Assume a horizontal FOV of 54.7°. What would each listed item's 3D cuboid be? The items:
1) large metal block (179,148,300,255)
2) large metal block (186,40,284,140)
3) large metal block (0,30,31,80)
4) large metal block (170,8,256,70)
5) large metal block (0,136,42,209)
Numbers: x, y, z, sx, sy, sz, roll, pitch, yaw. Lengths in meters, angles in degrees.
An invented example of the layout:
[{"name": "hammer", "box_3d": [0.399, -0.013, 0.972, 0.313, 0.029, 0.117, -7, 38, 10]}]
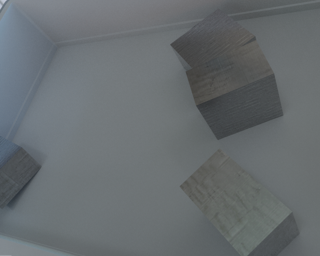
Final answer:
[{"name": "large metal block", "box_3d": [0.075, 0.076, 0.285, 0.050, 0.080, 0.080, -44, 51, -2]}, {"name": "large metal block", "box_3d": [0.085, -0.039, 0.349, 0.080, 0.080, 0.050, -22, 54, 15]}, {"name": "large metal block", "box_3d": [-0.344, -0.161, 0.672, 0.080, 0.050, 0.080, 28, 77, 37]}, {"name": "large metal block", "box_3d": [0.074, -0.099, 0.412, 0.080, 0.050, 0.080, -36, 51, 4]}, {"name": "large metal block", "box_3d": [-0.245, 0.063, 0.470, 0.080, 0.050, 0.080, 18, 58, 34]}]
